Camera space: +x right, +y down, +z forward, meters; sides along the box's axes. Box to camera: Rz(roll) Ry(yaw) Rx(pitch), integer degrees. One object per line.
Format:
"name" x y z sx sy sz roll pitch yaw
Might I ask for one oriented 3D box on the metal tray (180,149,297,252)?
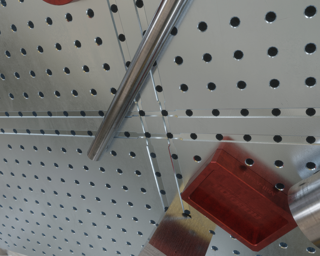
"metal tray" 0.104 0.098 0.413 0.130 0.030 0.089 36 129 4

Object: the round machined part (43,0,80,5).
"round machined part" -0.126 -0.189 0.348 0.098 0.042 0.097 13 124 20

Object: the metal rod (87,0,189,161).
"metal rod" -0.038 -0.054 0.395 0.025 0.025 0.298 37 129 3

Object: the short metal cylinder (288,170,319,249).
"short metal cylinder" 0.186 0.085 0.330 0.080 0.080 0.050 41 129 0

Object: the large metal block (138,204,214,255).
"large metal block" 0.024 0.179 0.472 0.080 0.080 0.050 33 129 6
